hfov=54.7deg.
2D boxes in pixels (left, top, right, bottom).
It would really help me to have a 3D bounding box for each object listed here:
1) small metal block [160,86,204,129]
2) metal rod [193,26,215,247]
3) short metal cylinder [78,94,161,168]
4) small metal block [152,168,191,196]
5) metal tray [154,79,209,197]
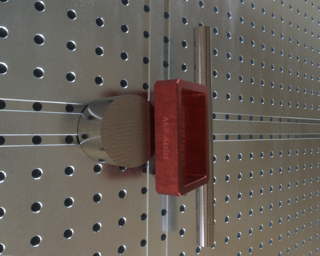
[{"bbox_3d":[0.032,-0.029,0.438,0.050,0.025,0.050,-19,103,-39],"label":"small metal block"},{"bbox_3d":[0.061,0.012,0.430,0.025,0.025,0.298,-2,91,-40],"label":"metal rod"},{"bbox_3d":[-0.045,0.003,0.355,0.081,0.050,0.079,0,90,-40],"label":"short metal cylinder"},{"bbox_3d":[0.025,0.059,0.431,0.050,0.025,0.050,47,62,-30],"label":"small metal block"},{"bbox_3d":[0.029,0.010,0.381,0.090,0.030,0.129,-3,92,-60],"label":"metal tray"}]
